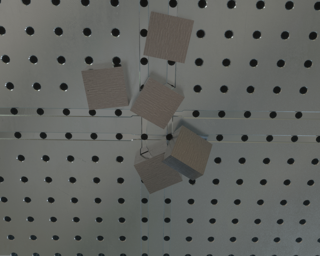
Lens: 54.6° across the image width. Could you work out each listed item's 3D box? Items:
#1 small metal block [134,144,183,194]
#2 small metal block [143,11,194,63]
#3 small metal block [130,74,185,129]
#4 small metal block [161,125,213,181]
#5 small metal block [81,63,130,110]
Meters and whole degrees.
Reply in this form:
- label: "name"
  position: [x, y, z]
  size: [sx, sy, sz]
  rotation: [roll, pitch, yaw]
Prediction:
- label: "small metal block"
  position: [-0.002, 0.057, 0.434]
  size: [0.050, 0.025, 0.050]
  rotation: [-24, 109, 8]
- label: "small metal block"
  position: [0.010, -0.109, 0.373]
  size: [0.050, 0.025, 0.050]
  rotation: [11, 110, -4]
- label: "small metal block"
  position: [-0.003, -0.034, 0.401]
  size: [0.050, 0.025, 0.050]
  rotation: [29, 107, -10]
- label: "small metal block"
  position: [0.037, 0.033, 0.410]
  size: [0.050, 0.050, 0.025]
  rotation: [32, 143, -11]
- label: "small metal block"
  position: [-0.067, -0.053, 0.393]
  size: [0.050, 0.025, 0.050]
  rotation: [-6, 110, 2]
